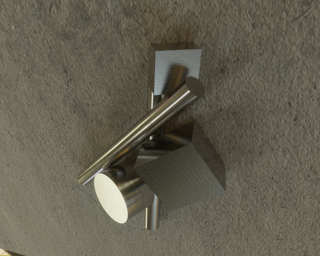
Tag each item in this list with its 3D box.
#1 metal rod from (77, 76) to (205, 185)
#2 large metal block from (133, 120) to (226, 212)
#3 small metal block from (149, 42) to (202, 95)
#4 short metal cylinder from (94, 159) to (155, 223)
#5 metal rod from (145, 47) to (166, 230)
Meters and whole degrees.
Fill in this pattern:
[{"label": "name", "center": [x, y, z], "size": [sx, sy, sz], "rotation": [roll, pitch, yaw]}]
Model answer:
[{"label": "metal rod", "center": [-0.047, 0.022, 0.424], "size": [0.025, 0.025, 0.299], "rotation": [47, 136, -5]}, {"label": "large metal block", "center": [0.027, 0.049, 0.389], "size": [0.080, 0.050, 0.080], "rotation": [-26, 114, 24]}, {"label": "small metal block", "center": [0.016, -0.066, 0.343], "size": [0.050, 0.025, 0.050], "rotation": [-6, 123, -14]}, {"label": "short metal cylinder", "center": [-0.054, 0.093, 0.462], "size": [0.080, 0.050, 0.079], "rotation": [27, 129, 39]}, {"label": "metal rod", "center": [-0.007, 0.035, 0.433], "size": [0.025, 0.025, 0.298], "rotation": [16, 125, 19]}]
